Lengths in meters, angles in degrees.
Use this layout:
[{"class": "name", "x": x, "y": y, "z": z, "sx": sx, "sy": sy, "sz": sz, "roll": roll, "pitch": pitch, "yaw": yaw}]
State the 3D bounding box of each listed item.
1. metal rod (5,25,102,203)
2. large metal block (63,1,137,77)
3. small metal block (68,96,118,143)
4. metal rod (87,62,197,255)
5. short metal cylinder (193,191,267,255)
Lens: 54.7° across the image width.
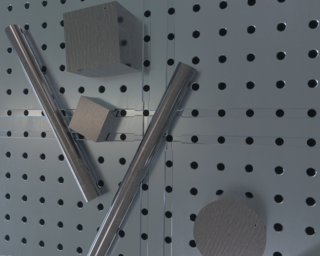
[{"class": "metal rod", "x": -0.165, "y": -0.028, "z": 0.470, "sx": 0.025, "sy": 0.025, "sz": 0.299, "roll": -31, "pitch": 80, "yaw": 17}, {"class": "large metal block", "x": -0.082, "y": -0.119, "z": 0.428, "sx": 0.080, "sy": 0.050, "sz": 0.080, "roll": -5, "pitch": 88, "yaw": 20}, {"class": "small metal block", "x": -0.096, "y": -0.013, "z": 0.447, "sx": 0.050, "sy": 0.025, "sz": 0.050, "roll": 27, "pitch": 99, "yaw": 18}, {"class": "metal rod", "x": -0.028, "y": 0.052, "z": 0.422, "sx": 0.025, "sy": 0.025, "sz": 0.298, "roll": 29, "pitch": 99, "yaw": 17}, {"class": "short metal cylinder", "x": 0.085, "y": 0.119, "z": 0.369, "sx": 0.080, "sy": 0.050, "sz": 0.079, "roll": 0, "pitch": 90, "yaw": 20}]
